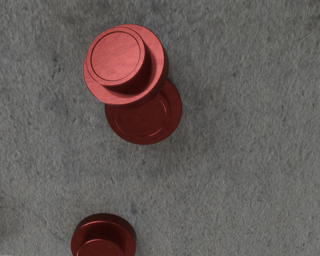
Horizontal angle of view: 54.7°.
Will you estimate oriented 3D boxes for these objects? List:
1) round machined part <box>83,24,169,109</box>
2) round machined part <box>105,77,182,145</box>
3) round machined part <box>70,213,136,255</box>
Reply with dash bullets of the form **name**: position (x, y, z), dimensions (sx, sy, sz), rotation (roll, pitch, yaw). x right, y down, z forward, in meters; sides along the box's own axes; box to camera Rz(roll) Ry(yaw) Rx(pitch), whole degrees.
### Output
- **round machined part**: position (-0.042, -0.073, 0.348), dimensions (0.098, 0.042, 0.098), rotation (-3, 78, 14)
- **round machined part**: position (-0.021, -0.022, 0.392), dimensions (0.099, 0.042, 0.097), rotation (0, 110, -1)
- **round machined part**: position (-0.086, 0.182, 0.467), dimensions (0.099, 0.042, 0.097), rotation (0, 110, -1)
